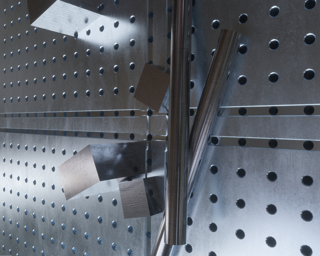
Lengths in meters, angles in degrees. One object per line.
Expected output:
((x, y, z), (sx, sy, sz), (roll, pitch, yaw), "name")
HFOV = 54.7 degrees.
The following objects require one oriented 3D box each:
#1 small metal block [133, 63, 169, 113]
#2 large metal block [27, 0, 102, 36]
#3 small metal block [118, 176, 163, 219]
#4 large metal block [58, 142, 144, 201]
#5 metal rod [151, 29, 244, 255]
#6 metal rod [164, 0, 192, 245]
((-0.003, -0.053, 0.412), (0.050, 0.025, 0.050), (34, 111, 35), "small metal block")
((-0.155, -0.198, 0.502), (0.080, 0.081, 0.050), (-19, 78, 38), "large metal block")
((-0.028, 0.097, 0.433), (0.050, 0.025, 0.050), (-19, 78, 38), "small metal block")
((-0.085, 0.061, 0.444), (0.080, 0.081, 0.050), (-32, 70, 35), "large metal block")
((0.040, 0.033, 0.376), (0.025, 0.025, 0.298), (26, 106, 37), "metal rod")
((0.023, -0.020, 0.365), (0.025, 0.025, 0.298), (-5, 79, 40), "metal rod")
